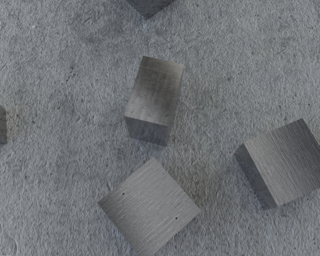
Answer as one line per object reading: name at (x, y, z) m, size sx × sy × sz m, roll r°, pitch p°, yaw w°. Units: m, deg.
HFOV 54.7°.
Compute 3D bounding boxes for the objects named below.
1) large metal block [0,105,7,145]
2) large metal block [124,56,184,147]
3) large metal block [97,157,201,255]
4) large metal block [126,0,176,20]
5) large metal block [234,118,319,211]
large metal block at (-0.248, -0.008, 0.380) m, size 0.081 × 0.080 × 0.050 m, roll -11°, pitch 71°, yaw -4°
large metal block at (-0.006, -0.031, 0.390) m, size 0.050 × 0.080 × 0.080 m, roll 14°, pitch 71°, yaw 5°
large metal block at (-0.012, 0.094, 0.360) m, size 0.080 × 0.050 × 0.080 m, roll -39°, pitch 75°, yaw -13°
large metal block at (-0.016, -0.229, 0.478) m, size 0.080 × 0.050 × 0.080 m, roll -39°, pitch 75°, yaw -13°
large metal block at (0.150, 0.045, 0.379) m, size 0.080 × 0.050 × 0.080 m, roll -21°, pitch 72°, yaw -8°
